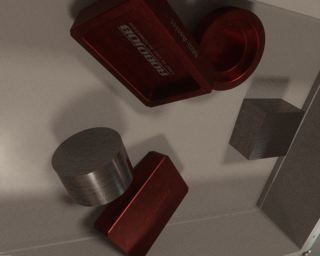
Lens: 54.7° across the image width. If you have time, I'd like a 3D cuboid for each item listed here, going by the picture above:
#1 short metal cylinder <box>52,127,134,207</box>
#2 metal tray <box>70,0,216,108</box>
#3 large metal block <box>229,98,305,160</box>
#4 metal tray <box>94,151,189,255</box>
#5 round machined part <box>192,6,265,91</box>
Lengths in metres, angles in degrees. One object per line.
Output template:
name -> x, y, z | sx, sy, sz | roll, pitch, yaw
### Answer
short metal cylinder -> -0.076, 0.043, 0.359 | 0.081, 0.080, 0.050 | -25, 128, -13
metal tray -> -0.013, -0.076, 0.316 | 0.130, 0.090, 0.030 | 42, 49, -40
large metal block -> 0.166, 0.000, 0.486 | 0.081, 0.050, 0.079 | -3, 120, -28
metal tray -> -0.020, 0.108, 0.430 | 0.130, 0.030, 0.090 | -52, 133, -24
round machined part -> 0.076, -0.099, 0.380 | 0.099, 0.042, 0.097 | -14, 125, -21
